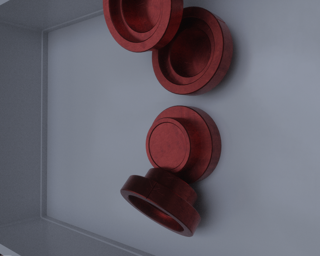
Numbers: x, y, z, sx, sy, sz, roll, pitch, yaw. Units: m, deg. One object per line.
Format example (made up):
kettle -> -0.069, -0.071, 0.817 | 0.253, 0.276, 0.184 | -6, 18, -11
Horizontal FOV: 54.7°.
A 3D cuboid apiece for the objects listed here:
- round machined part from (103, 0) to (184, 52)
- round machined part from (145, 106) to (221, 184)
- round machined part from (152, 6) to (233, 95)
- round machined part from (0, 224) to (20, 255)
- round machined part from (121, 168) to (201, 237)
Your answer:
round machined part -> -0.014, -0.135, 0.342 | 0.098, 0.042, 0.097 | 15, 115, 35
round machined part -> 0.021, 0.021, 0.379 | 0.098, 0.042, 0.097 | 0, 90, 40
round machined part -> 0.041, -0.086, 0.362 | 0.098, 0.042, 0.097 | 0, 90, 40
round machined part -> -0.345, 0.260, 0.684 | 0.098, 0.042, 0.097 | 0, 90, 40
round machined part -> 0.005, 0.084, 0.368 | 0.098, 0.098, 0.042 | 13, 58, 39
